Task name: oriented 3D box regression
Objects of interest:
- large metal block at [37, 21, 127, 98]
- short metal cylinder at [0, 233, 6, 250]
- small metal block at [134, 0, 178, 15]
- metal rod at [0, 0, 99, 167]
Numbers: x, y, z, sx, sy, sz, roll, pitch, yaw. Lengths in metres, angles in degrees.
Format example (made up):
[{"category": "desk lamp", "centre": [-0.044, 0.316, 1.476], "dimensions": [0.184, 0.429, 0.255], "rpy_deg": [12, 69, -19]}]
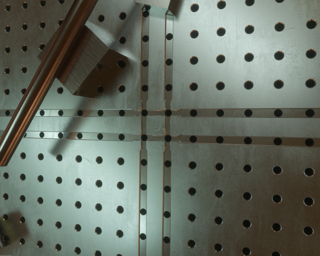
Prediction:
[{"category": "large metal block", "centre": [-0.109, -0.100, 0.436], "dimensions": [0.080, 0.050, 0.080], "rpy_deg": [45, 104, 14]}, {"category": "short metal cylinder", "centre": [-0.294, 0.183, 0.485], "dimensions": [0.080, 0.080, 0.050], "rpy_deg": [-31, 80, 17]}, {"category": "small metal block", "centre": [-0.001, -0.184, 0.412], "dimensions": [0.050, 0.025, 0.050], "rpy_deg": [19, 96, 18]}, {"category": "metal rod", "centre": [-0.148, -0.076, 0.409], "dimensions": [0.025, 0.025, 0.299], "rpy_deg": [36, 101, 16]}]
